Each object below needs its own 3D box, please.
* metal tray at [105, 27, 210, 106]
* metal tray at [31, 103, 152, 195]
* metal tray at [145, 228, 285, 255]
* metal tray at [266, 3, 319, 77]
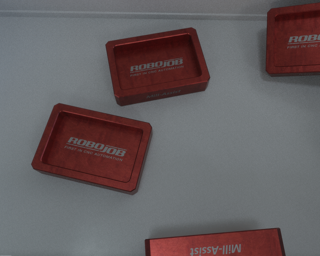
[{"bbox_3d":[-0.004,-0.088,0.438,0.131,0.030,0.090,-11,70,-5],"label":"metal tray"},{"bbox_3d":[-0.083,0.026,0.396,0.131,0.030,0.090,13,70,4],"label":"metal tray"},{"bbox_3d":[0.052,0.128,0.328,0.131,0.090,0.030,-4,70,-2],"label":"metal tray"},{"bbox_3d":[0.211,-0.117,0.410,0.130,0.030,0.089,2,91,25],"label":"metal tray"}]
